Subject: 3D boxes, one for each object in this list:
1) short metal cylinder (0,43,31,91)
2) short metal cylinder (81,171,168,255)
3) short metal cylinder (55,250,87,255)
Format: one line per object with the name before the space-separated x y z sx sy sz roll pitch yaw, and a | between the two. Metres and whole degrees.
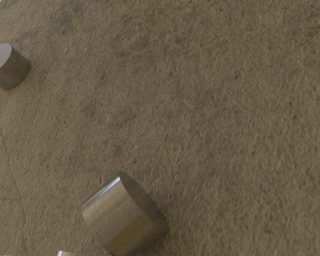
short metal cylinder | -0.310 -0.122 0.622 0.080 0.050 0.080 -13 56 20
short metal cylinder | -0.036 0.092 0.330 0.050 0.080 0.080 -41 51 0
short metal cylinder | -0.071 0.157 0.308 0.080 0.080 0.050 -2 61 27
